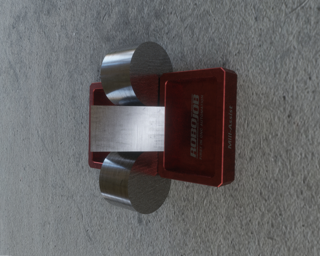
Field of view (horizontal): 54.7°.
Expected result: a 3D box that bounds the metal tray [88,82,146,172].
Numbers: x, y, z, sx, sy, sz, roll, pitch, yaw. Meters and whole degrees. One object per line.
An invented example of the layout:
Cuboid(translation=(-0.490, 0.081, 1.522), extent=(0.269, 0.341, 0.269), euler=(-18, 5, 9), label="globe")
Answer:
Cuboid(translation=(-0.065, -0.003, 0.458), extent=(0.090, 0.030, 0.129), euler=(2, 91, 40), label="metal tray")

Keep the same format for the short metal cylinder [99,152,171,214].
Cuboid(translation=(-0.030, 0.064, 0.395), extent=(0.050, 0.081, 0.079), euler=(3, 92, 40), label="short metal cylinder")

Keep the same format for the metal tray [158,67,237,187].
Cuboid(translation=(0.043, -0.002, 0.369), extent=(0.090, 0.030, 0.129), euler=(2, 91, 40), label="metal tray")

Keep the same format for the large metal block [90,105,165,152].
Cuboid(translation=(-0.041, 0.000, 0.378), extent=(0.080, 0.081, 0.050), euler=(-170, 81, -80), label="large metal block")

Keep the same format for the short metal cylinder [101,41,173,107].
Cuboid(translation=(-0.027, -0.066, 0.393), extent=(0.050, 0.081, 0.079), euler=(3, 92, 40), label="short metal cylinder")
